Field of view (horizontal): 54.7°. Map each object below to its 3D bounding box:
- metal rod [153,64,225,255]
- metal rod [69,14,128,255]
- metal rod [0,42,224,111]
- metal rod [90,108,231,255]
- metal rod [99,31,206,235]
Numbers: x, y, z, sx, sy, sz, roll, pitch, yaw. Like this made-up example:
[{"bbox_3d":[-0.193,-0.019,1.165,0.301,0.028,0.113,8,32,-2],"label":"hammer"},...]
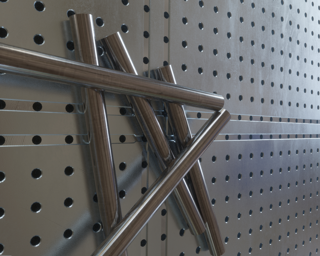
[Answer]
[{"bbox_3d":[0.047,0.056,0.450,0.025,0.025,0.298,-29,108,-37],"label":"metal rod"},{"bbox_3d":[-0.067,0.026,0.354,0.025,0.025,0.298,-13,98,-40],"label":"metal rod"},{"bbox_3d":[-0.032,-0.049,0.352,0.302,0.025,0.025,6,86,-40],"label":"metal rod"},{"bbox_3d":[0.003,0.074,0.381,0.301,0.025,0.025,-46,118,-30],"label":"metal rod"},{"bbox_3d":[-0.001,0.021,0.409,0.025,0.025,0.299,-38,113,-34],"label":"metal rod"}]
